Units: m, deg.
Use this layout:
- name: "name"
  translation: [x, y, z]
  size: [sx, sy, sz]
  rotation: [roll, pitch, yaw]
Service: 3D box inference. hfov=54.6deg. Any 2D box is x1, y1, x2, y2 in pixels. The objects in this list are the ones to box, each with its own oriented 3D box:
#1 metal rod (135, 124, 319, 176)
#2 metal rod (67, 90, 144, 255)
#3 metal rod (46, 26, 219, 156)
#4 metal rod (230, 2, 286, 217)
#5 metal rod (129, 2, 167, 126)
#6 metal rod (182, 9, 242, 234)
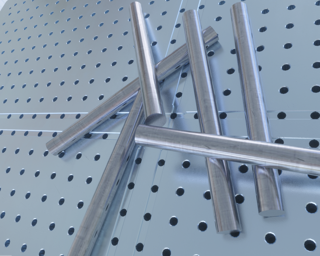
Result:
- name: "metal rod"
  translation: [0.116, 0.028, 0.300]
  size: [0.301, 0.025, 0.025]
  rotation: [8, 66, 21]
- name: "metal rod"
  translation: [-0.070, 0.082, 0.395]
  size: [0.025, 0.025, 0.300]
  rotation: [7, 65, 31]
- name: "metal rod"
  translation: [-0.044, -0.053, 0.464]
  size: [0.300, 0.025, 0.025]
  rotation: [-35, 51, 5]
- name: "metal rod"
  translation: [0.112, -0.046, 0.377]
  size: [0.025, 0.025, 0.300]
  rotation: [-12, 56, 22]
- name: "metal rod"
  translation: [-0.025, -0.114, 0.464]
  size: [0.025, 0.025, 0.300]
  rotation: [-24, 44, 14]
- name: "metal rod"
  translation: [0.057, -0.029, 0.378]
  size: [0.025, 0.025, 0.299]
  rotation: [-16, 61, 19]
